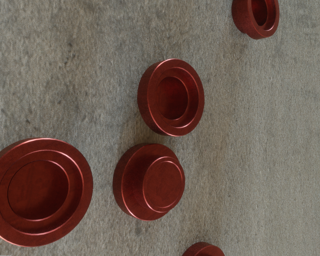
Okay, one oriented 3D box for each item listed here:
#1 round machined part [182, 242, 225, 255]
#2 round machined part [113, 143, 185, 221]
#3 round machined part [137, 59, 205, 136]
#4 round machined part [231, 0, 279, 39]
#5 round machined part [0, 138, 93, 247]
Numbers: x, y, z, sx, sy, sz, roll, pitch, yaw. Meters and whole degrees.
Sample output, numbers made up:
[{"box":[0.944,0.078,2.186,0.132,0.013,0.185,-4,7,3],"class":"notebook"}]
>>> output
[{"box":[0.069,0.223,0.455,0.099,0.042,0.097,0,90,-40],"class":"round machined part"},{"box":[-0.006,0.068,0.390,0.099,0.042,0.097,0,90,-40],"class":"round machined part"},{"box":[0.010,-0.038,0.404,0.099,0.042,0.097,0,90,-40],"class":"round machined part"},{"box":[0.160,-0.201,0.531,0.099,0.042,0.097,0,90,-40],"class":"round machined part"},{"box":[-0.118,0.058,0.296,0.099,0.042,0.097,0,90,-40],"class":"round machined part"}]
